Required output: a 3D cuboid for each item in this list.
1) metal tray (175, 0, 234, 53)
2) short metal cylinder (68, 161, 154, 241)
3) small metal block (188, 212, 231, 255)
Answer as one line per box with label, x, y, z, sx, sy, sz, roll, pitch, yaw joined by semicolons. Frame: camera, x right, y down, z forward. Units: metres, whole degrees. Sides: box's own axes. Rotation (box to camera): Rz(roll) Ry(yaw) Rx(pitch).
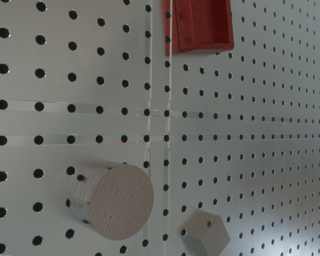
metal tray;0.066;-0.179;0.459;0.091;0.030;0.129;-11;97;-39
short metal cylinder;-0.054;0.078;0.348;0.081;0.050;0.080;0;90;-40
small metal block;0.077;0.167;0.474;0.050;0.025;0.050;-39;114;-33
